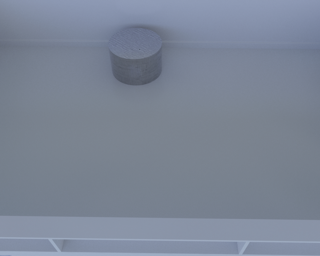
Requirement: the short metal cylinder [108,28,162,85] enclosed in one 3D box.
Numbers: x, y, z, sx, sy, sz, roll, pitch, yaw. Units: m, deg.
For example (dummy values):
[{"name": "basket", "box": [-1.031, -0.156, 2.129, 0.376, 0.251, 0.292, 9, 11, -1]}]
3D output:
[{"name": "short metal cylinder", "box": [-0.037, -0.112, 0.483, 0.080, 0.050, 0.080, 0, 50, 0]}]
